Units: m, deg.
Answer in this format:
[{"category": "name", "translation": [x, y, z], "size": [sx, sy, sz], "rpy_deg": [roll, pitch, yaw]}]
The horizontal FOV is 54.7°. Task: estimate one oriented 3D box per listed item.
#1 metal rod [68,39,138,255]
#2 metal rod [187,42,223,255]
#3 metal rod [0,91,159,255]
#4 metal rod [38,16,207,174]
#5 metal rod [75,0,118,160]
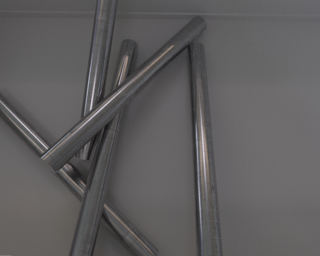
[{"category": "metal rod", "translation": [-0.065, 0.011, 0.387], "size": [0.025, 0.025, 0.299], "rpy_deg": [7, 63, 2]}, {"category": "metal rod", "translation": [0.050, 0.009, 0.370], "size": [0.025, 0.025, 0.300], "rpy_deg": [1, 56, 0]}, {"category": "metal rod", "translation": [-0.119, 0.054, 0.389], "size": [0.300, 0.025, 0.025], "rpy_deg": [41, 75, 13]}, {"category": "metal rod", "translation": [-0.030, -0.059, 0.399], "size": [0.025, 0.025, 0.301], "rpy_deg": [36, 62, 12]}, {"category": "metal rod", "translation": [-0.071, -0.108, 0.377], "size": [0.025, 0.025, 0.298], "rpy_deg": [10, 98, 4]}]
